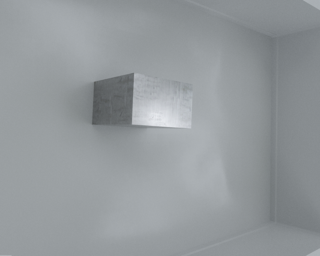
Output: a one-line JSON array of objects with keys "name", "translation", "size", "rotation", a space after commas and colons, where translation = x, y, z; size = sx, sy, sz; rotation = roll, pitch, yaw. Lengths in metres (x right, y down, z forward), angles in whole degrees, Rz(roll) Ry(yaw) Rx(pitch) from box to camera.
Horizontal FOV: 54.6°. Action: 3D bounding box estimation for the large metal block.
[{"name": "large metal block", "translation": [-0.021, -0.026, 0.353], "size": [0.081, 0.080, 0.050], "rotation": [4, 88, -40]}]
